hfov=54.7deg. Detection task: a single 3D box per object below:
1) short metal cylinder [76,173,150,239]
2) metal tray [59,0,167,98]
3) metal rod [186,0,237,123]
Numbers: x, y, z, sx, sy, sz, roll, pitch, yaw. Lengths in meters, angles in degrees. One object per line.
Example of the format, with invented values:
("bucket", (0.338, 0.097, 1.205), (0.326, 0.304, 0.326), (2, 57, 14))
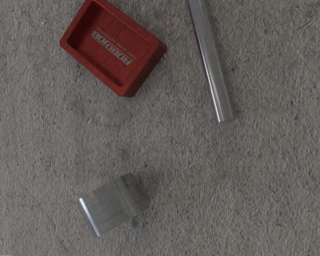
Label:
("short metal cylinder", (-0.060, 0.099, 0.401), (0.080, 0.080, 0.050), (-33, 80, 17))
("metal tray", (-0.067, -0.114, 0.429), (0.130, 0.030, 0.090), (40, 102, 15))
("metal rod", (0.048, -0.154, 0.392), (0.025, 0.025, 0.298), (-15, 85, 19))
